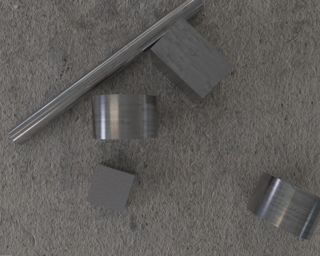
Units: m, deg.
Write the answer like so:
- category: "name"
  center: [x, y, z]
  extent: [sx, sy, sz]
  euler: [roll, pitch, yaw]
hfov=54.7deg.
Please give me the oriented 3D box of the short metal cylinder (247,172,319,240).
- category: "short metal cylinder"
  center: [0.156, 0.094, 0.384]
  extent: [0.080, 0.080, 0.050]
  euler: [25, 90, 0]

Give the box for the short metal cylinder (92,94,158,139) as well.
- category: "short metal cylinder"
  center: [-0.043, -0.013, 0.382]
  extent: [0.081, 0.080, 0.050]
  euler: [-1, 90, 0]

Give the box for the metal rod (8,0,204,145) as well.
- category: "metal rod"
  center: [-0.070, -0.077, 0.409]
  extent: [0.301, 0.025, 0.025]
  euler: [-37, 90, 0]

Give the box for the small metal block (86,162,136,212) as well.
- category: "small metal block"
  center: [-0.063, 0.077, 0.409]
  extent: [0.050, 0.025, 0.050]
  euler: [17, 90, 0]

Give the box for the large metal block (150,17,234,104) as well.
- category: "large metal block"
  center: [0.036, -0.078, 0.383]
  extent: [0.080, 0.080, 0.050]
  euler: [44, 90, 0]
